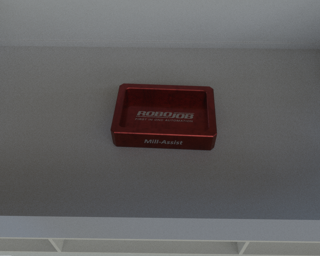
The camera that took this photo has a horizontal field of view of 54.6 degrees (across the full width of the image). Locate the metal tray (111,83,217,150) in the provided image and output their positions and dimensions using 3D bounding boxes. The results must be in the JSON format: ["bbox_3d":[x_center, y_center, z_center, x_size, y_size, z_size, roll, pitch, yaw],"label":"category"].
[{"bbox_3d":[0.007,-0.017,0.416,0.131,0.030,0.090,2,50,2],"label":"metal tray"}]
